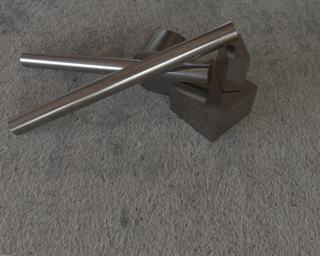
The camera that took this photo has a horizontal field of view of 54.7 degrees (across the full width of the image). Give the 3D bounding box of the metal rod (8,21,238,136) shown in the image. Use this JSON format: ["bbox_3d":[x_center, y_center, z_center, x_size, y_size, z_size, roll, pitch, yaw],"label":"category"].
[{"bbox_3d":[-0.051,-0.058,0.384,0.301,0.025,0.025,-22,51,8],"label":"metal rod"}]

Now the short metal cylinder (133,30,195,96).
[{"bbox_3d":[0.005,-0.093,0.449,0.080,0.080,0.050,16,52,13],"label":"short metal cylinder"}]

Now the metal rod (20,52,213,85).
[{"bbox_3d":[-0.076,-0.088,0.441,0.301,0.025,0.025,9,50,22],"label":"metal rod"}]

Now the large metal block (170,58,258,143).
[{"bbox_3d":[0.070,-0.039,0.421,0.080,0.050,0.080,-35,58,-25],"label":"large metal block"}]

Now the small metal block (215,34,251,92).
[{"bbox_3d":[0.090,-0.082,0.390,0.025,0.050,0.050,-4,51,-3],"label":"small metal block"}]
